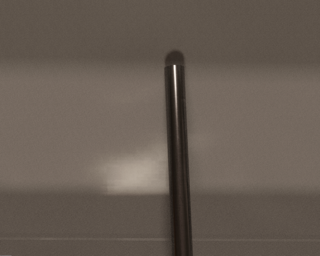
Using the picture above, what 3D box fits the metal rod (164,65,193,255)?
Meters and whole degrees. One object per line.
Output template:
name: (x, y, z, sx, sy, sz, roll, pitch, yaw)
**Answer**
metal rod: (0.024, 0.073, 0.374, 0.025, 0.025, 0.298, -2, 85, 0)
